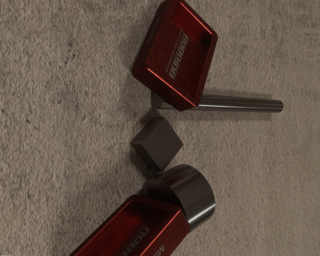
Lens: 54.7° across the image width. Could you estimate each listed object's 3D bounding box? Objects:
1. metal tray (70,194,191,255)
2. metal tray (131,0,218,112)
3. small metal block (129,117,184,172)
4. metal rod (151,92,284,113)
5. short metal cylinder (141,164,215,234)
[{"bbox_3d":[-0.040,0.131,0.330,0.131,0.090,0.030,-41,115,-33],"label":"metal tray"},{"bbox_3d":[0.025,-0.098,0.404,0.090,0.030,0.130,35,59,-29],"label":"metal tray"},{"bbox_3d":[-0.003,0.021,0.404,0.050,0.025,0.050,-50,120,-28],"label":"small metal block"},{"bbox_3d":[0.112,-0.039,0.501,0.302,0.025,0.025,-1,91,-40],"label":"metal rod"},{"bbox_3d":[0.022,0.092,0.390,0.050,0.080,0.079,-20,103,-39],"label":"short metal cylinder"}]
